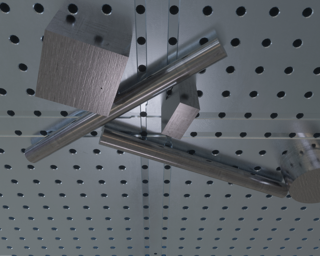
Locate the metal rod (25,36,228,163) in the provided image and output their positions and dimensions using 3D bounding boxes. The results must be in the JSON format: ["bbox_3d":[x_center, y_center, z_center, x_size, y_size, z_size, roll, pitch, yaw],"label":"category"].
[{"bbox_3d":[-0.057,-0.025,0.389,0.300,0.025,0.025,-27,125,21],"label":"metal rod"}]

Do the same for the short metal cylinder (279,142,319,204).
[{"bbox_3d":[0.223,0.066,0.454,0.081,0.050,0.079,0,130,0],"label":"short metal cylinder"}]

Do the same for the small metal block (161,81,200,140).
[{"bbox_3d":[0.023,-0.023,0.376,0.025,0.050,0.050,19,128,-15],"label":"small metal block"}]

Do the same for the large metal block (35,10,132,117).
[{"bbox_3d":[-0.082,-0.068,0.337,0.081,0.050,0.079,16,128,-14],"label":"large metal block"}]

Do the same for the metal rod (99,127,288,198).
[{"bbox_3d":[0.059,0.055,0.459,0.302,0.025,0.025,18,128,-15],"label":"metal rod"}]
